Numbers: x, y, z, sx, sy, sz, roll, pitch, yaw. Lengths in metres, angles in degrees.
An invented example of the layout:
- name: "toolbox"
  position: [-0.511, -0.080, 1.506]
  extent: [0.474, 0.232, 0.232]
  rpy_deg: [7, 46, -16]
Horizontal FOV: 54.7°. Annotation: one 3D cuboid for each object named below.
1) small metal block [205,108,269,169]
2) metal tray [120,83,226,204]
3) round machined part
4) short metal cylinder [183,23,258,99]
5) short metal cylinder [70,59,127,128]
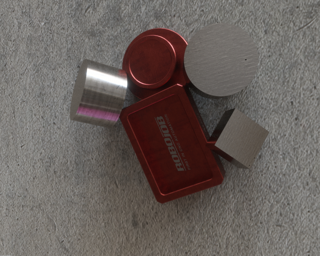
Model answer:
- name: "small metal block"
  position: [0.090, 0.013, 0.360]
  extent: [0.050, 0.025, 0.050]
  rpy_deg: [34, 77, -10]
- name: "metal tray"
  position: [0.015, 0.020, 0.390]
  extent: [0.090, 0.030, 0.129]
  rpy_deg: [-23, 92, 18]
- name: "round machined part"
  position: [-0.006, -0.082, 0.404]
  extent: [0.098, 0.042, 0.097]
  rpy_deg: [0, 90, 20]
- name: "short metal cylinder"
  position: [0.067, -0.075, 0.362]
  extent: [0.080, 0.050, 0.079]
  rpy_deg: [0, 92, 2]
- name: "short metal cylinder"
  position: [-0.081, -0.044, 0.403]
  extent: [0.050, 0.080, 0.080]
  rpy_deg: [13, 96, -24]
